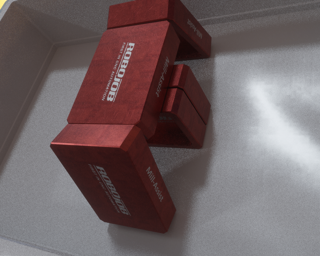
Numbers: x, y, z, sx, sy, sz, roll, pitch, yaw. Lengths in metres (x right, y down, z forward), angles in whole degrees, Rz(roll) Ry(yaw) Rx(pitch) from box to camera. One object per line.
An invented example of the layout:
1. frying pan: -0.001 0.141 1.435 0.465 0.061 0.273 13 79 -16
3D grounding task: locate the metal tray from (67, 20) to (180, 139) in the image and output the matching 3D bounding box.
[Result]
1. metal tray: -0.037 -0.054 0.337 0.090 0.030 0.130 1 62 28

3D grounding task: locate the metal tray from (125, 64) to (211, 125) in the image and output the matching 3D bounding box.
1. metal tray: -0.012 -0.037 0.391 0.130 0.090 0.030 1 62 28

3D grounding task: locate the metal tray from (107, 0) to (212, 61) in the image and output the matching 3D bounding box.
1. metal tray: 0.004 -0.124 0.410 0.090 0.131 0.030 1 83 28

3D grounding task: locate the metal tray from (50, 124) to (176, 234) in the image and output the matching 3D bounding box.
1. metal tray: -0.044 0.055 0.324 0.090 0.129 0.030 1 41 28

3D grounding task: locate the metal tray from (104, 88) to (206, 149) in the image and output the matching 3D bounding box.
1. metal tray: -0.020 -0.009 0.379 0.130 0.090 0.030 1 62 28
